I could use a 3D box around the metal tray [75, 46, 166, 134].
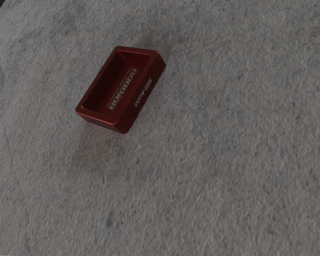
[{"bbox_3d":[-0.059,-0.062,0.470,0.090,0.030,0.130,17,70,35],"label":"metal tray"}]
